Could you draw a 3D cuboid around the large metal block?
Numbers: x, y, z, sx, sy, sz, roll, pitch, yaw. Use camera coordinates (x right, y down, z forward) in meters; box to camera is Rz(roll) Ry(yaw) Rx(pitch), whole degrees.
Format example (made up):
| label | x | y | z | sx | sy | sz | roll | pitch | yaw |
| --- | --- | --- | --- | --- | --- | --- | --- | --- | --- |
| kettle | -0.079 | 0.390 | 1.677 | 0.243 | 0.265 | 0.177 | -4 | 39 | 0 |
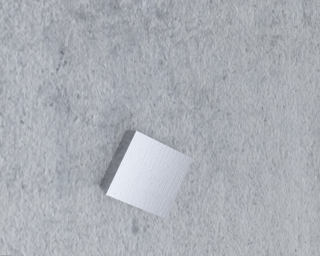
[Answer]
| label | x | y | z | sx | sy | sz | roll | pitch | yaw |
| --- | --- | --- | --- | --- | --- | --- | --- | --- | --- |
| large metal block | -0.018 | 0.056 | 0.389 | 0.080 | 0.050 | 0.080 | 27 | 81 | -18 |
